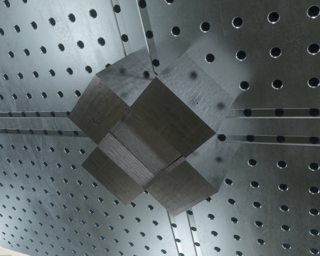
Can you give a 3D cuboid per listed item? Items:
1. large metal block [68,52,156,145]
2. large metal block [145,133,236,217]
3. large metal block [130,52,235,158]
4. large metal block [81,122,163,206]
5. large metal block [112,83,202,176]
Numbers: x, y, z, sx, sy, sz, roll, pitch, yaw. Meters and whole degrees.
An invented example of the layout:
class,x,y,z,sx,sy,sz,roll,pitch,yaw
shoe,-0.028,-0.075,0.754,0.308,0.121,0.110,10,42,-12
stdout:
class,x,y,z,sx,sy,sz,roll,pitch,yaw
large metal block,-0.055,-0.037,0.383,0.050,0.080,0.080,44,129,-2
large metal block,0.039,0.053,0.390,0.050,0.080,0.080,45,129,-3
large metal block,0.028,-0.028,0.344,0.080,0.080,0.050,43,129,-2
large metal block,-0.045,0.044,0.427,0.080,0.080,0.050,43,129,-2
large metal block,-0.001,0.002,0.396,0.080,0.050,0.080,45,131,-1
